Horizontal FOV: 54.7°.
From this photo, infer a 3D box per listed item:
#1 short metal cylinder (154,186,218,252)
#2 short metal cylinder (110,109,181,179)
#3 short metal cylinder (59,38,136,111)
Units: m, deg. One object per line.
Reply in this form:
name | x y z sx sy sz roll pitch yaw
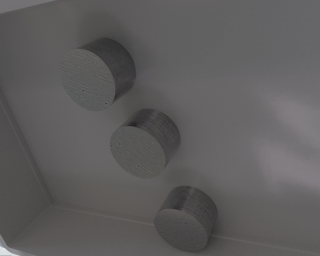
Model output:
short metal cylinder | 0.038 0.132 0.454 0.080 0.050 0.079 13 124 21
short metal cylinder | -0.019 0.021 0.415 0.080 0.050 0.079 13 124 21
short metal cylinder | -0.078 -0.068 0.392 0.080 0.050 0.079 13 124 21
